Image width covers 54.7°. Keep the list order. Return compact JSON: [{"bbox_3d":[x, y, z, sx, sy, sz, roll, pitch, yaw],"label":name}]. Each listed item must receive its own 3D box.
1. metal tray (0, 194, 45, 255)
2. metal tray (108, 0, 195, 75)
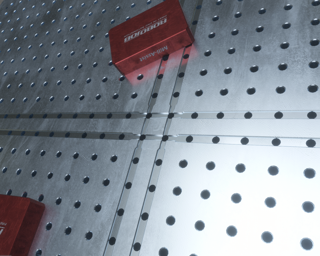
[{"bbox_3d":[-0.235,0.141,0.439,0.130,0.030,0.090,-1,61,27],"label":"metal tray"},{"bbox_3d":[-0.018,-0.151,0.505,0.130,0.030,0.090,-22,53,14],"label":"metal tray"}]
